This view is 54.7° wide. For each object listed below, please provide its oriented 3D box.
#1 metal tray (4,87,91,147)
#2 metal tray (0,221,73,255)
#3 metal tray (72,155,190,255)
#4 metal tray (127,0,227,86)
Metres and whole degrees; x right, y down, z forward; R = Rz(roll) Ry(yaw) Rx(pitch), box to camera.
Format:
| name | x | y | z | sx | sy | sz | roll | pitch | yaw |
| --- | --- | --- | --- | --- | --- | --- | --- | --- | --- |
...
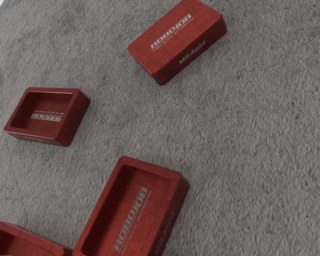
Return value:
| name | x | y | z | sx | sy | sz | roll | pitch | yaw |
| --- | --- | --- | --- | --- | --- | --- | --- | --- | --- |
| metal tray | -0.187 | -0.022 | 0.512 | 0.130 | 0.030 | 0.090 | 6 | 64 | 30 |
| metal tray | -0.171 | 0.177 | 0.381 | 0.130 | 0.030 | 0.090 | 7 | 65 | 31 |
| metal tray | -0.032 | 0.104 | 0.353 | 0.090 | 0.030 | 0.130 | 13 | 68 | 33 |
| metal tray | 0.024 | -0.135 | 0.471 | 0.130 | 0.030 | 0.090 | -40 | 51 | 1 |
